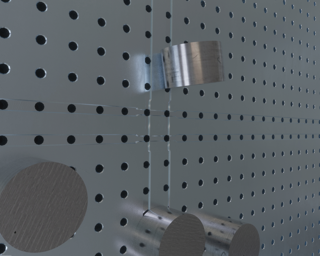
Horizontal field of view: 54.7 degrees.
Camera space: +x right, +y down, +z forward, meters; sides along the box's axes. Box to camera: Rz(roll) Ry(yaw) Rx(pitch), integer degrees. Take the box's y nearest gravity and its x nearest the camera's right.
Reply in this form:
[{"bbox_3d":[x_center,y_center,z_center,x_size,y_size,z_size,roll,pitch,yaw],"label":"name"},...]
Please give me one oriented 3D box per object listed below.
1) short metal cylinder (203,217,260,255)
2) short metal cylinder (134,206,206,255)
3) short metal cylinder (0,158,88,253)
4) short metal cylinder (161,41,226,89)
[{"bbox_3d":[0.113,0.185,0.487,0.081,0.050,0.079,0,90,-40],"label":"short metal cylinder"},{"bbox_3d":[0.013,0.147,0.404,0.081,0.050,0.079,0,91,-40],"label":"short metal cylinder"},{"bbox_3d":[-0.117,0.070,0.294,0.081,0.050,0.079,0,90,-40],"label":"short metal cylinder"},{"bbox_3d":[0.043,-0.082,0.409,0.081,0.080,0.050,-12,98,-39],"label":"short metal cylinder"}]
